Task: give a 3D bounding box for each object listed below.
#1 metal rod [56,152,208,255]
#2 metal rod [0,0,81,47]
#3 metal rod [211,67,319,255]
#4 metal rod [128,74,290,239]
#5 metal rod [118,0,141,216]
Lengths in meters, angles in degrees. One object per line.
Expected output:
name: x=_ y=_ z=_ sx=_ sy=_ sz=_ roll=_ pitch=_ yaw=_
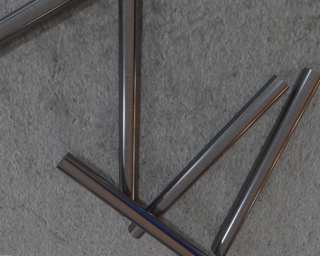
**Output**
metal rod: x=-0.013 y=0.134 z=0.431 sx=0.300 sy=0.025 sz=0.025 roll=40 pitch=105 yaw=-14
metal rod: x=-0.158 y=-0.127 z=0.360 sx=0.301 sy=0.025 sz=0.025 roll=-26 pitch=108 yaw=8
metal rod: x=0.142 y=0.060 z=0.434 sx=0.025 sy=0.025 sz=0.298 roll=19 pitch=109 yaw=-7
metal rod: x=0.058 y=0.049 z=0.428 sx=0.025 sy=0.025 sz=0.299 roll=38 pitch=105 yaw=-13
metal rod: x=-0.041 y=-0.016 z=0.403 sx=0.025 sy=0.025 sz=0.298 roll=2 pitch=110 yaw=-1
